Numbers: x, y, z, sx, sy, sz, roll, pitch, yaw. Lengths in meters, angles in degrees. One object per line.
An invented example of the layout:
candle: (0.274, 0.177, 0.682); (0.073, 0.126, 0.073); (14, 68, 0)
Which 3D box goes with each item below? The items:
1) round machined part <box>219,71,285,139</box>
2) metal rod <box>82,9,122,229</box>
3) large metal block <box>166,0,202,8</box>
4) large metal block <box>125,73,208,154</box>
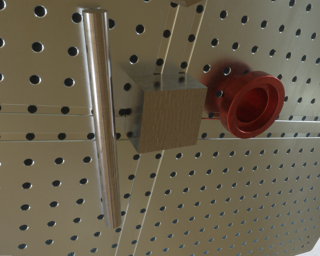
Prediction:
round machined part: (0.127, -0.037, 0.447); (0.099, 0.042, 0.097); (-14, 124, -21)
metal rod: (-0.067, 0.012, 0.382); (0.025, 0.025, 0.298); (-13, 124, -22)
large metal block: (0.035, -0.162, 0.294); (0.080, 0.080, 0.050); (-28, 128, -11)
large metal block: (0.005, -0.020, 0.385); (0.081, 0.050, 0.079); (-7, 122, -25)
